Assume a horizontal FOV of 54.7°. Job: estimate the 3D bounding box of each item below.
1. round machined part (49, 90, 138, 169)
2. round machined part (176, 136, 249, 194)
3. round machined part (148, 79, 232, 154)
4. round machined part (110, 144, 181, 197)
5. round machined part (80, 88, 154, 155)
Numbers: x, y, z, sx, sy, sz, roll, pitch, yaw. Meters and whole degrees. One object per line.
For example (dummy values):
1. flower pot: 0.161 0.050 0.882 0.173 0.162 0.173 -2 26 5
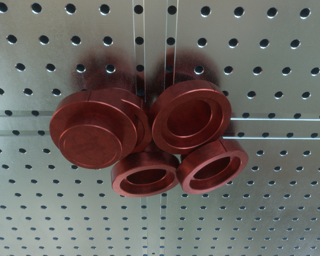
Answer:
1. round machined part: -0.075 0.009 0.351 0.099 0.042 0.097 -1 130 0
2. round machined part: 0.067 0.046 0.425 0.099 0.042 0.097 -17 143 -13
3. round machined part: 0.032 -0.017 0.375 0.099 0.042 0.097 -11 133 -12
4. round machined part: -0.020 0.058 0.438 0.099 0.042 0.098 -8 145 -6
5. round machined part: -0.057 -0.010 0.391 0.099 0.042 0.097 -1 130 0
